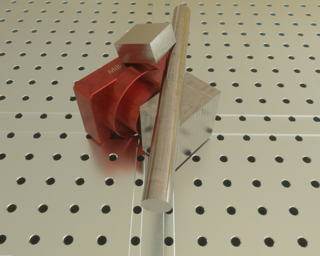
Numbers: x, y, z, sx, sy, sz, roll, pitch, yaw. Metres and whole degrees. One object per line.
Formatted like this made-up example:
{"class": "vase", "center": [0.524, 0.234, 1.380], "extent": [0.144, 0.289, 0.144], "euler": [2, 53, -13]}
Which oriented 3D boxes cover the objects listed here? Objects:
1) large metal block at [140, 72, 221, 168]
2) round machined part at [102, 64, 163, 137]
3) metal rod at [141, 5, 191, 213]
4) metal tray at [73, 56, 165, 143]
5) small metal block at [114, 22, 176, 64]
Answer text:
{"class": "large metal block", "center": [0.024, -0.007, 0.374], "extent": [0.050, 0.080, 0.080], "euler": [35, 58, 25]}
{"class": "round machined part", "center": [-0.021, -0.029, 0.390], "extent": [0.042, 0.097, 0.099], "euler": [35, 58, 25]}
{"class": "metal rod", "center": [0.014, -0.051, 0.346], "extent": [0.025, 0.025, 0.300], "euler": [5, 50, 4]}
{"class": "metal tray", "center": [-0.044, -0.049, 0.406], "extent": [0.030, 0.089, 0.131], "euler": [36, 58, 26]}
{"class": "small metal block", "center": [-0.017, -0.100, 0.365], "extent": [0.050, 0.025, 0.050], "euler": [9, 46, 31]}
